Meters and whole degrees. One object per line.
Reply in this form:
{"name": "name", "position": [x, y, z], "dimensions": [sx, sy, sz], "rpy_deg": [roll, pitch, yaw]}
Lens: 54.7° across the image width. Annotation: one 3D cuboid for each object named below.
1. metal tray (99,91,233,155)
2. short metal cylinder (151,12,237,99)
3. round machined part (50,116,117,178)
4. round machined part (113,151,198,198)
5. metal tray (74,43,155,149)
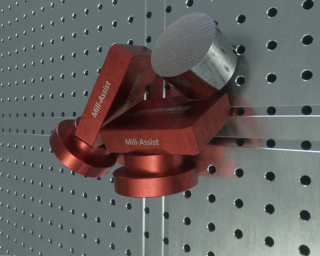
{"name": "metal tray", "position": [0.005, -0.006, 0.358], "dimensions": [0.130, 0.091, 0.030], "rpy_deg": [-2, 116, 39]}
{"name": "short metal cylinder", "position": [0.037, -0.079, 0.343], "dimensions": [0.080, 0.050, 0.080], "rpy_deg": [-20, 55, 31]}
{"name": "round machined part", "position": [-0.102, 0.021, 0.444], "dimensions": [0.042, 0.099, 0.098], "rpy_deg": [-49, 61, 20]}
{"name": "round machined part", "position": [-0.006, 0.046, 0.363], "dimensions": [0.098, 0.099, 0.042], "rpy_deg": [-2, 96, 39]}
{"name": "metal tray", "position": [-0.053, -0.043, 0.405], "dimensions": [0.030, 0.090, 0.129], "rpy_deg": [33, 112, 12]}
